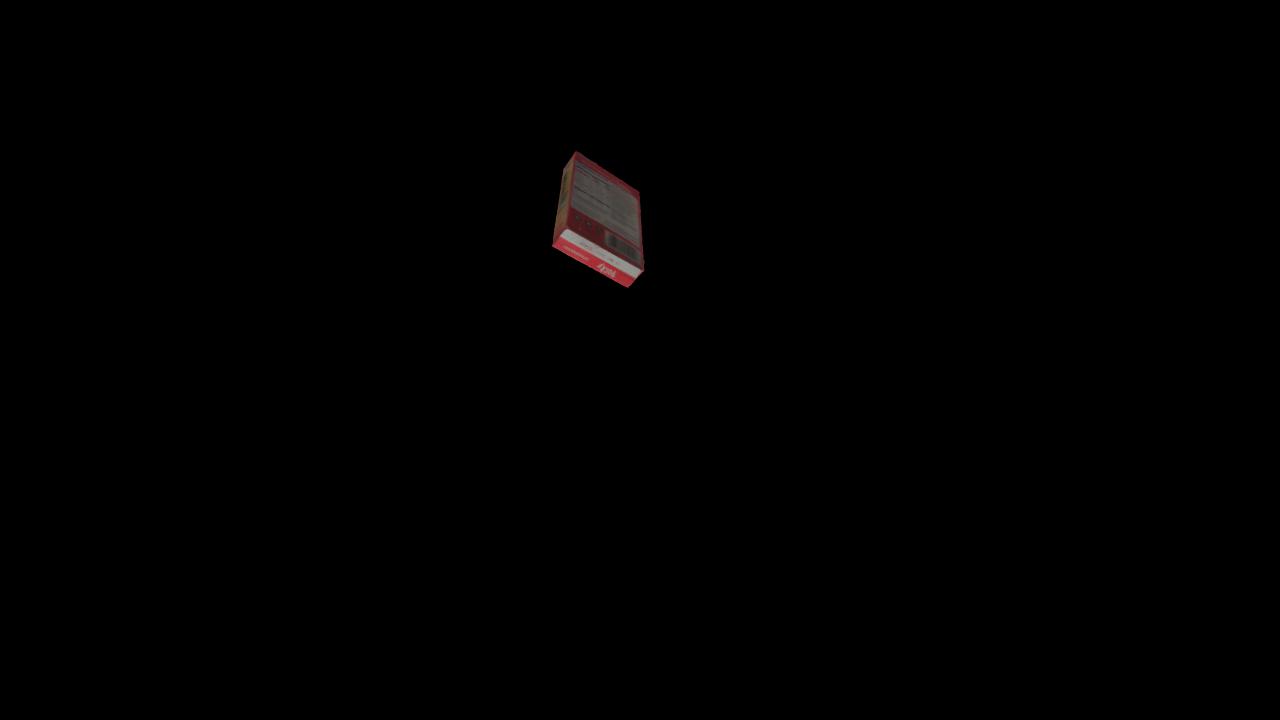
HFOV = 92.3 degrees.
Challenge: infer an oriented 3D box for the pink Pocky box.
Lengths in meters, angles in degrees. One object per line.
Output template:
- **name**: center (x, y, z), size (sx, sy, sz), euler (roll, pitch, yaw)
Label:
- **pink Pocky box**: center (-0.039, -0.141, 0.605), size (0.084, 0.155, 0.029), euler (27, -54, -25)
